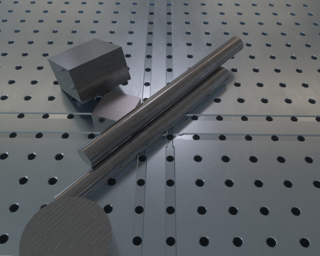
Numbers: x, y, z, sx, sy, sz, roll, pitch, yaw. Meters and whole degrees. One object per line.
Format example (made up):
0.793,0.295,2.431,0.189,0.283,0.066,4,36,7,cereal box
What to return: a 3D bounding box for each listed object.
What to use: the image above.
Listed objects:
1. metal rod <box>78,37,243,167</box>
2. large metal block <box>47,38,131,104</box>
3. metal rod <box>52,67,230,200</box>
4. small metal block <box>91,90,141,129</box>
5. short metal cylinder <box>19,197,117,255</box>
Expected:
0.018,-0.050,0.422,0.025,0.025,0.302,36,59,26,metal rod
-0.102,-0.086,0.447,0.081,0.050,0.080,-32,38,-24,large metal block
-0.006,0.000,0.406,0.025,0.025,0.302,36,58,26,metal rod
-0.058,-0.022,0.426,0.050,0.025,0.050,15,52,12,small metal block
-0.084,0.114,0.295,0.081,0.050,0.080,0,50,0,short metal cylinder
